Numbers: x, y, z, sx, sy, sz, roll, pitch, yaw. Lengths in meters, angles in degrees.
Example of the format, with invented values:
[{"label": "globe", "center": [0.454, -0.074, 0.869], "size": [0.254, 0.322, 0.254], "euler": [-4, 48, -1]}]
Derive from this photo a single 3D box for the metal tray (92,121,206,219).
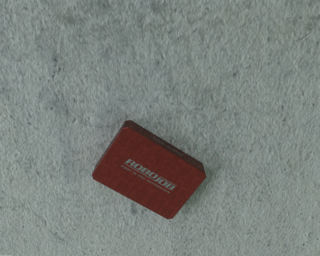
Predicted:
[{"label": "metal tray", "center": [-0.014, 0.060, 0.429], "size": [0.130, 0.030, 0.090], "euler": [31, 107, -12]}]
